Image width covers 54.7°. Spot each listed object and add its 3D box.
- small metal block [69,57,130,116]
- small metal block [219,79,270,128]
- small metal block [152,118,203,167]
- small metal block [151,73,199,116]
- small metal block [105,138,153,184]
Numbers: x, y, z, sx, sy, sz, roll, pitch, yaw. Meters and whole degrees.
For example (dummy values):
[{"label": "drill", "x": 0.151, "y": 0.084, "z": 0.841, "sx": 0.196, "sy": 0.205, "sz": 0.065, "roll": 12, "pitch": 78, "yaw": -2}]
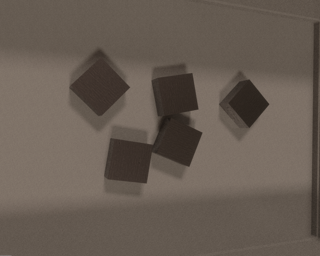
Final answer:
[{"label": "small metal block", "x": -0.075, "y": -0.050, "z": 0.384, "sx": 0.050, "sy": 0.025, "sz": 0.050, "roll": 46, "pitch": 75, "yaw": -15}, {"label": "small metal block", "x": 0.125, "y": -0.035, "z": 0.458, "sx": 0.050, "sy": 0.025, "sz": 0.050, "roll": 47, "pitch": 75, "yaw": -15}, {"label": "small metal block", "x": 0.023, "y": 0.019, "z": 0.420, "sx": 0.050, "sy": 0.025, "sz": 0.050, "roll": 25, "pitch": 82, "yaw": -19}, {"label": "small metal block", "x": 0.020, "y": -0.045, "z": 0.419, "sx": 0.050, "sy": 0.025, "sz": 0.050, "roll": -11, "pitch": 94, "yaw": -20}, {"label": "small metal block", "x": -0.040, "y": 0.042, "z": 0.397, "sx": 0.050, "sy": 0.025, "sz": 0.050, "roll": 10, "pitch": 87, "yaw": -20}]
